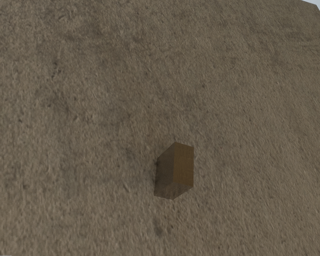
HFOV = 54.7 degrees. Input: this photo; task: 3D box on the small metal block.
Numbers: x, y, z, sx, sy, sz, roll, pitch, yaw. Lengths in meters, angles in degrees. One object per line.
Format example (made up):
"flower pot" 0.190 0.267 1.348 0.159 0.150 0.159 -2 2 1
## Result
"small metal block" 0.016 0.052 0.367 0.025 0.050 0.050 18 55 -19
